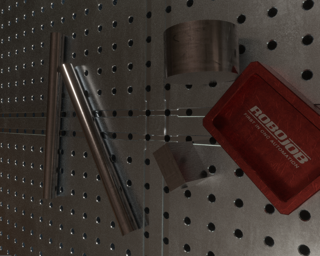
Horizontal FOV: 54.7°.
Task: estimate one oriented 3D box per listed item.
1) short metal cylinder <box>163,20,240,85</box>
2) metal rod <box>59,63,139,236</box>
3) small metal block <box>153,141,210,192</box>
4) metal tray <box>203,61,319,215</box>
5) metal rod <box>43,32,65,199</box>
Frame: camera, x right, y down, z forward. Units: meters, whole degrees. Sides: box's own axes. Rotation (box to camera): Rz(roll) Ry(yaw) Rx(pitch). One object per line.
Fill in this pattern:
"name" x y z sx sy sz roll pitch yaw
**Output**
"short metal cylinder" 0.045 -0.078 0.335 0.080 0.081 0.050 -3 89 39
"metal rod" -0.102 0.022 0.491 0.025 0.025 0.299 -39 67 33
"small metal block" 0.026 0.044 0.370 0.025 0.050 0.050 -39 67 33
"metal tray" 0.114 0.007 0.310 0.130 0.030 0.090 52 120 27
"metal rod" -0.194 -0.021 0.565 0.025 0.025 0.298 6 94 39
